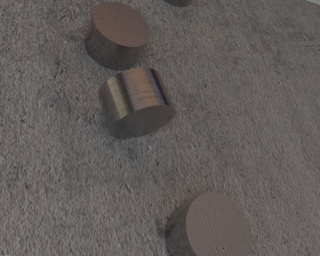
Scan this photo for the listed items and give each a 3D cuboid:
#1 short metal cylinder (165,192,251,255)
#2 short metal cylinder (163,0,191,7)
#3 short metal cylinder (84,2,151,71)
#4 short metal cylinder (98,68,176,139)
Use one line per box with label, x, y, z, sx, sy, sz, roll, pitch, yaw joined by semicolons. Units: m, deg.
short metal cylinder;0.052;0.118;0.344;0.081;0.050;0.080;14;56;-21
short metal cylinder;0.033;-0.272;0.571;0.081;0.050;0.080;14;56;-21
short metal cylinder;-0.060;-0.128;0.433;0.081;0.050;0.080;14;56;-21
short metal cylinder;-0.028;-0.027;0.370;0.081;0.080;0.050;-8;66;-32
